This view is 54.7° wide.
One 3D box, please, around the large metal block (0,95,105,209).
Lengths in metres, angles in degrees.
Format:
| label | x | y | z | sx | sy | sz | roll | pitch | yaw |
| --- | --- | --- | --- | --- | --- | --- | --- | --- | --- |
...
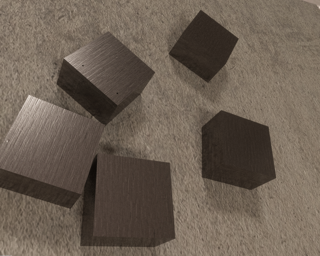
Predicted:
| label | x | y | z | sx | sy | sz | roll | pitch | yaw |
| --- | --- | --- | --- | --- | --- | --- | --- | --- | --- |
| large metal block | -0.111 | 0.025 | 0.313 | 0.080 | 0.050 | 0.080 | 23 | 53 | -15 |

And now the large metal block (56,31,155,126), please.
| label | x | y | z | sx | sy | sz | roll | pitch | yaw |
| --- | --- | --- | --- | --- | --- | --- | --- | --- | --- |
| large metal block | -0.067 | -0.063 | 0.391 | 0.080 | 0.050 | 0.080 | 42 | 51 | 0 |

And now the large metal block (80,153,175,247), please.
| label | x | y | z | sx | sy | sz | roll | pitch | yaw |
| --- | --- | --- | --- | --- | --- | --- | --- | --- | --- |
| large metal block | -0.034 | 0.078 | 0.323 | 0.081 | 0.050 | 0.080 | 11 | 57 | -23 |

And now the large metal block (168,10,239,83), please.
| label | x | y | z | sx | sy | sz | roll | pitch | yaw |
| --- | --- | --- | --- | --- | --- | --- | --- | --- | --- |
| large metal block | 0.073 | -0.136 | 0.512 | 0.080 | 0.050 | 0.080 | 36 | 51 | -5 |

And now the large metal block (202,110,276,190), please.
| label | x | y | z | sx | sy | sz | roll | pitch | yaw |
| --- | --- | --- | --- | --- | --- | --- | --- | --- | --- |
| large metal block | 0.106 | 0.032 | 0.428 | 0.081 | 0.050 | 0.080 | 17 | 55 | -19 |
